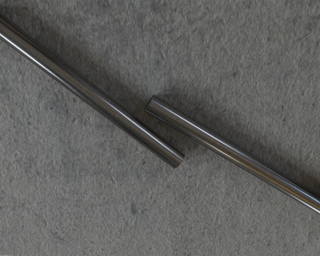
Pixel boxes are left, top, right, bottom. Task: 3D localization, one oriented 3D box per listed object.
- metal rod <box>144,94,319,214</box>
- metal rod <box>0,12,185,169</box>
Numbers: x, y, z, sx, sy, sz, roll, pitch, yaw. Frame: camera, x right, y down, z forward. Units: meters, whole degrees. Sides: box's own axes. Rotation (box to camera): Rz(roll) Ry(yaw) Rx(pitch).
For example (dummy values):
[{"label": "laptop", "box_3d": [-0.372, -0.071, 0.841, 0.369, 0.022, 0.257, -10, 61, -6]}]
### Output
[{"label": "metal rod", "box_3d": [0.113, 0.042, 0.426, 0.301, 0.025, 0.025, 30, 107, -11]}, {"label": "metal rod", "box_3d": [-0.089, -0.044, 0.392, 0.301, 0.025, 0.025, 38, 106, -13]}]
